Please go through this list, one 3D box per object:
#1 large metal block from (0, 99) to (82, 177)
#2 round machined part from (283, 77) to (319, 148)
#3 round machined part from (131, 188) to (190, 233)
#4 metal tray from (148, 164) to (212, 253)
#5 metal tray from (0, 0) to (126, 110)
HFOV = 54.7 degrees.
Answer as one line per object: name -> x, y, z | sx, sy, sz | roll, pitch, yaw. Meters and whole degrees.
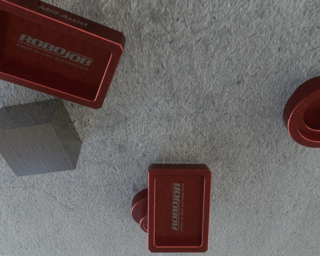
large metal block -> -0.157, 0.014, 0.400 | 0.080, 0.050, 0.080 | -8, 130, 6
round machined part -> 0.200, -0.025, 0.378 | 0.099, 0.042, 0.097 | -1, 130, 0
round machined part -> 0.001, 0.145, 0.520 | 0.099, 0.042, 0.097 | -1, 130, 0
metal tray -> 0.027, 0.120, 0.465 | 0.091, 0.030, 0.129 | 1, 100, -2
metal tray -> -0.113, -0.080, 0.334 | 0.131, 0.030, 0.089 | 18, 128, -15
